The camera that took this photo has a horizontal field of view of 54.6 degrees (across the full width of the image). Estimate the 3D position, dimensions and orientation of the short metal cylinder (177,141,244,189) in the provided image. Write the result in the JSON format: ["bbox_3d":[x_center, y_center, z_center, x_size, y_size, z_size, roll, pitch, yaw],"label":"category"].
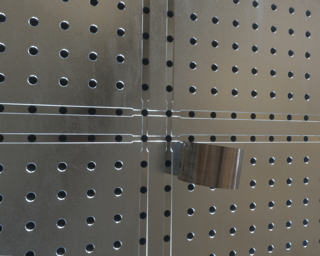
[{"bbox_3d":[0.066,0.048,0.408,0.081,0.080,0.050,9,87,-20],"label":"short metal cylinder"}]
